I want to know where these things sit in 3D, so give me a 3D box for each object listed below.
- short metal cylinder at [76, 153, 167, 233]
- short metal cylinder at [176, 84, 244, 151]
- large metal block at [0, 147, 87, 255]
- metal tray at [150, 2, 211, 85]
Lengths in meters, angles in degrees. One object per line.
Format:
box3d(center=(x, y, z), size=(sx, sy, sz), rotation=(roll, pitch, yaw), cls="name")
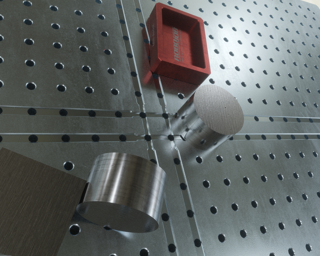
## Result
box3d(center=(-0.036, 0.067, 0.312), size=(0.080, 0.080, 0.050), rotation=(23, 54, -15), cls="short metal cylinder")
box3d(center=(0.070, -0.014, 0.439), size=(0.081, 0.050, 0.080), rotation=(14, 56, -21), cls="short metal cylinder")
box3d(center=(-0.124, 0.076, 0.279), size=(0.080, 0.050, 0.080), rotation=(25, 53, -13), cls="large metal block")
box3d(center=(0.031, -0.138, 0.505), size=(0.091, 0.030, 0.130), rotation=(12, 57, -22), cls="metal tray")
